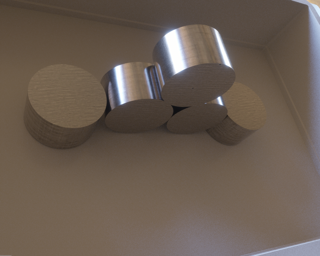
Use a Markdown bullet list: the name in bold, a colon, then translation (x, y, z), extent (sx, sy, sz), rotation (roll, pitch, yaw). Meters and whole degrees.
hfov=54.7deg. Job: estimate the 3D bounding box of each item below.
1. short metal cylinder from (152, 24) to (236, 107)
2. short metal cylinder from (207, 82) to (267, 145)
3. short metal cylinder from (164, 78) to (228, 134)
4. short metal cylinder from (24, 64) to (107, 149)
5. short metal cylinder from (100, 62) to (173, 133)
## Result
- **short metal cylinder**: translation (0.036, -0.065, 0.339), extent (0.081, 0.080, 0.050), rotation (2, 61, -28)
- **short metal cylinder**: translation (0.109, -0.021, 0.458), extent (0.081, 0.050, 0.080), rotation (14, 56, -21)
- **short metal cylinder**: translation (0.043, -0.032, 0.411), extent (0.081, 0.080, 0.050), rotation (2, 61, -28)
- **short metal cylinder**: translation (-0.106, -0.023, 0.345), extent (0.081, 0.050, 0.080), rotation (14, 56, -21)
- **short metal cylinder**: translation (-0.029, -0.034, 0.373), extent (0.081, 0.080, 0.050), rotation (2, 61, -28)
